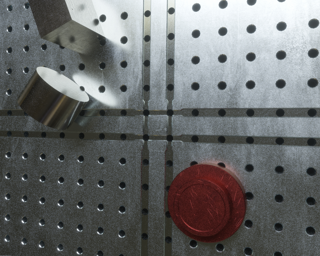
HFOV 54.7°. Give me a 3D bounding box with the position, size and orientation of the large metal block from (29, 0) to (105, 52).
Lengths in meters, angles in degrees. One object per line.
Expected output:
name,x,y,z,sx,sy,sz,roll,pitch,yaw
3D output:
large metal block,-0.130,-0.161,0.429,0.050,0.080,0.080,-23,83,18

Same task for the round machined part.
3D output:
round machined part,0.056,0.094,0.384,0.098,0.042,0.097,0,90,20

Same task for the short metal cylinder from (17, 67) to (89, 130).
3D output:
short metal cylinder,-0.149,-0.042,0.436,0.080,0.080,0.050,41,103,15
